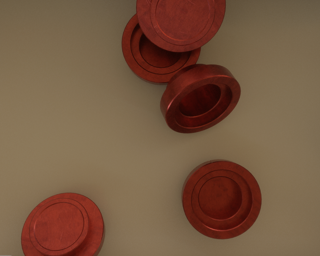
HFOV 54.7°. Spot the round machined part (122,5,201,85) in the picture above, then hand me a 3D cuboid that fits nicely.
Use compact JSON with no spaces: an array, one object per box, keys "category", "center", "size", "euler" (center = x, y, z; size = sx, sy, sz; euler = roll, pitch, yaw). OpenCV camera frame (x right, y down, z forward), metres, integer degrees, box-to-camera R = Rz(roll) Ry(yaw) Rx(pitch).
[{"category":"round machined part","center":[0.002,-0.104,0.403],"size":[0.099,0.042,0.097],"euler":[0,90,-1]}]

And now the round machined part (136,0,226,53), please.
[{"category":"round machined part","center":[0.023,-0.130,0.339],"size":[0.099,0.042,0.097],"euler":[-1,122,-1]}]

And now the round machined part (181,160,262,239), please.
[{"category":"round machined part","center":[0.077,0.089,0.404],"size":[0.099,0.042,0.097],"euler":[0,90,-1]}]

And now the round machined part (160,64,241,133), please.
[{"category":"round machined part","center":[0.046,-0.041,0.385],"size":[0.098,0.098,0.042],"euler":[-24,54,0]}]

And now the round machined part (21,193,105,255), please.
[{"category":"round machined part","center":[-0.119,0.125,0.379],"size":[0.099,0.042,0.098],"euler":[2,56,-3]}]
